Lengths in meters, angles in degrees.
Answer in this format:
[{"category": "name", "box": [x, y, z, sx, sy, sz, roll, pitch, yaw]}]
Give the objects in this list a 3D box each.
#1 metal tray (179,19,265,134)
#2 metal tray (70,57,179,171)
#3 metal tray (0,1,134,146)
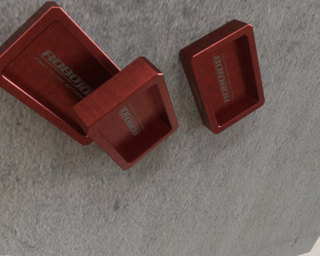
[{"category": "metal tray", "box": [0.087, -0.064, 0.413, 0.090, 0.030, 0.130, -32, 129, -8]}, {"category": "metal tray", "box": [-0.030, -0.008, 0.345, 0.090, 0.030, 0.130, -39, 155, -8]}, {"category": "metal tray", "box": [-0.093, -0.050, 0.322, 0.090, 0.030, 0.130, -44, 130, 2]}]
